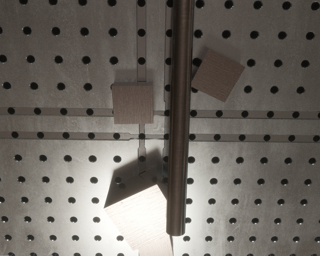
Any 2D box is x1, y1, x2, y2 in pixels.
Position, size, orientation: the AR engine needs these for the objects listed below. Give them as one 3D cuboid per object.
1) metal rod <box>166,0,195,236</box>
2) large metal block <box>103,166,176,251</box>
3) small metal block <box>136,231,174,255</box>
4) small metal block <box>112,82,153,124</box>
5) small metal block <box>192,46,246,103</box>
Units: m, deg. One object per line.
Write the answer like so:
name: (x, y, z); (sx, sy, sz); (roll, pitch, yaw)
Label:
metal rod: (0.024, -0.011, 0.381); (0.025, 0.025, 0.298); (1, 100, -1)
large metal block: (-0.021, 0.114, 0.442); (0.080, 0.050, 0.080); (-26, 108, 9)
small metal block: (-0.008, 0.179, 0.479); (0.050, 0.025, 0.050); (-9, 110, 3)
small metal block: (-0.034, -0.033, 0.401); (0.050, 0.025, 0.050); (-1, 110, 0)
small metal block: (0.070, -0.067, 0.390); (0.050, 0.025, 0.050); (24, 108, -9)
